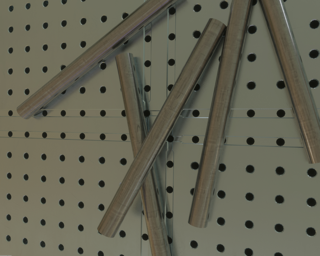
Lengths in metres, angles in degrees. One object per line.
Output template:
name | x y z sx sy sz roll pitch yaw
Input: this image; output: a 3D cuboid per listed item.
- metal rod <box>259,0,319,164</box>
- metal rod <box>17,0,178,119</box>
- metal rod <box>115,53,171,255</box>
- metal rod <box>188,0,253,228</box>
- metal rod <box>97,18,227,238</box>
metal rod | 0.143 -0.107 0.362 0.025 0.025 0.299 -16 85 19
metal rod | -0.096 -0.104 0.446 0.300 0.025 0.025 -34 79 17
metal rod | -0.022 0.046 0.420 0.025 0.025 0.299 -12 86 19
metal rod | 0.075 -0.024 0.386 0.025 0.025 0.298 12 94 19
metal rod | 0.002 0.001 0.392 0.025 0.025 0.299 29 92 18
